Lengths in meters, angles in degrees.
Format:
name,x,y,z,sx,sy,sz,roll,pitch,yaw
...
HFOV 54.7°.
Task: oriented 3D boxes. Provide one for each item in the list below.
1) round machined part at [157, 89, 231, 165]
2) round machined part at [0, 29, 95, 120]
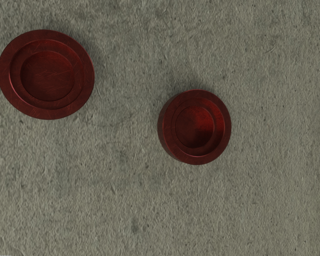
name,x,y,z,sx,sy,sz,roll,pitch,yaw
round machined part,0.042,-0.001,0.415,0.099,0.042,0.097,0,90,-20
round machined part,-0.127,-0.058,0.353,0.099,0.042,0.097,0,90,-20
